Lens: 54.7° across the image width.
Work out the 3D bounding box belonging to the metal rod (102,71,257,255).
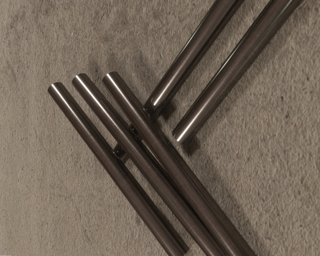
[{"bbox_3d":[0.019,0.046,0.366,0.025,0.025,0.300,-48,68,29],"label":"metal rod"}]

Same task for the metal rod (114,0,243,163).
[{"bbox_3d":[0.008,-0.050,0.396,0.025,0.025,0.298,51,120,27],"label":"metal rod"}]

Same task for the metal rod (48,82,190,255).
[{"bbox_3d":[-0.066,0.049,0.425,0.300,0.025,0.025,50,120,17],"label":"metal rod"}]

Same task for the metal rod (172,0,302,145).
[{"bbox_3d":[0.104,-0.098,0.318,0.025,0.025,0.298,50,119,28],"label":"metal rod"}]

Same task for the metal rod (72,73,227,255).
[{"bbox_3d":[-0.023,0.038,0.395,0.300,0.025,0.025,49,119,19],"label":"metal rod"}]
